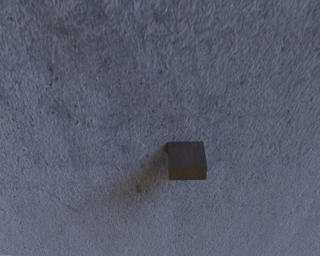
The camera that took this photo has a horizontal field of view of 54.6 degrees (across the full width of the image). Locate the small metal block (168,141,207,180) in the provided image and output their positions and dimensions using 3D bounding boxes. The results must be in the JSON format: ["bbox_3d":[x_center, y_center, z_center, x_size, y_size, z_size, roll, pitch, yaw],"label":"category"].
[{"bbox_3d":[0.037,0.045,0.429,0.050,0.050,0.025,0,130,0],"label":"small metal block"}]
